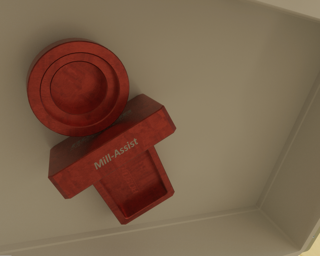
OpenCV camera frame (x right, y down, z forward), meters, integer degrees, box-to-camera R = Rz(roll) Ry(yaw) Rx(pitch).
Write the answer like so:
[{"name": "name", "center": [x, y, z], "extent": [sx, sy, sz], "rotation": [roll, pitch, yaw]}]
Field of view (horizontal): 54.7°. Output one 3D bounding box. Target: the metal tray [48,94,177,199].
[{"name": "metal tray", "center": [-0.056, 0.013, 0.342], "extent": [0.131, 0.090, 0.030], "rotation": [-32, 112, -8]}]

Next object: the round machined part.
[{"name": "round machined part", "center": [-0.085, -0.044, 0.320], "extent": [0.099, 0.042, 0.097], "rotation": [-11, 117, -22]}]

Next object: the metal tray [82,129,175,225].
[{"name": "metal tray", "center": [-0.041, 0.067, 0.425], "extent": [0.090, 0.030, 0.129], "rotation": [-30, 129, -10]}]
